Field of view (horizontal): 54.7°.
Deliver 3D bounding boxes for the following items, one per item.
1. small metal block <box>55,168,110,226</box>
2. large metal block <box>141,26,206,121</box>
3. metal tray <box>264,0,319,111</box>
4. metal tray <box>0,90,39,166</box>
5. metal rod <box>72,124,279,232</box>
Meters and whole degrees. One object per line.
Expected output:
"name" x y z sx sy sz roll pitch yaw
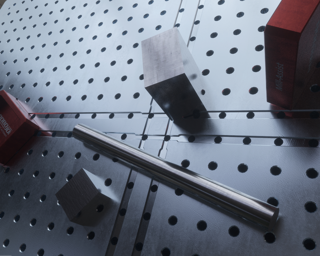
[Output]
"small metal block" -0.102 0.090 0.407 0.050 0.025 0.050 -45 51 -3
"large metal block" 0.018 -0.069 0.406 0.050 0.080 0.080 -18 55 18
"metal tray" 0.143 -0.087 0.317 0.030 0.130 0.090 27 76 29
"metal tray" -0.283 -0.004 0.556 0.090 0.030 0.130 -48 51 -6
"metal rod" -0.007 0.047 0.383 0.300 0.025 0.025 20 72 35
